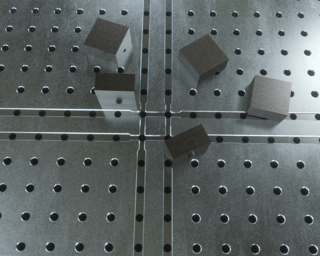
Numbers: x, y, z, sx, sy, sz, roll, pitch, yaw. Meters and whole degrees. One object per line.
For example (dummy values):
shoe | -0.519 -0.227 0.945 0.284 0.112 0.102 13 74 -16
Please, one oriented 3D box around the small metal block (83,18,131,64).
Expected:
small metal block | -0.077 -0.129 0.458 0.050 0.025 0.050 19 71 6

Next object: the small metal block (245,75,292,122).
small metal block | 0.150 -0.041 0.429 0.050 0.025 0.050 13 70 4

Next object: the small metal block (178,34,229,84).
small metal block | 0.062 -0.100 0.449 0.050 0.025 0.050 -31 73 -11

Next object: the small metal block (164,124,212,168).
small metal block | 0.033 0.024 0.390 0.050 0.050 0.025 -24 72 -9

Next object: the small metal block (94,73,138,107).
small metal block | -0.057 -0.050 0.416 0.050 0.050 0.025 2 70 0
